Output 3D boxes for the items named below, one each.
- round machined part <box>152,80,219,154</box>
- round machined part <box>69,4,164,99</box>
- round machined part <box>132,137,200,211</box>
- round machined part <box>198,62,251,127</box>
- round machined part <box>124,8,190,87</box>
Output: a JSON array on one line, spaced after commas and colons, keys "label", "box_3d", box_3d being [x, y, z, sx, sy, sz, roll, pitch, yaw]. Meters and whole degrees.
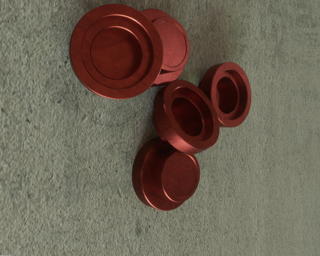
[{"label": "round machined part", "box_3d": [0.029, -0.011, 0.408, 0.099, 0.042, 0.098, 22, 53, -33]}, {"label": "round machined part", "box_3d": [-0.049, -0.081, 0.341, 0.099, 0.042, 0.097, -3, 98, -19]}, {"label": "round machined part", "box_3d": [0.015, 0.061, 0.409, 0.099, 0.042, 0.097, 0, 90, -40]}, {"label": "round machined part", "box_3d": [0.095, -0.050, 0.477, 0.099, 0.042, 0.097, 0, 90, -40]}, {"label": "round machined part", "box_3d": [0.000, -0.103, 0.396, 0.099, 0.042, 0.097, 0, 90, -40]}]
